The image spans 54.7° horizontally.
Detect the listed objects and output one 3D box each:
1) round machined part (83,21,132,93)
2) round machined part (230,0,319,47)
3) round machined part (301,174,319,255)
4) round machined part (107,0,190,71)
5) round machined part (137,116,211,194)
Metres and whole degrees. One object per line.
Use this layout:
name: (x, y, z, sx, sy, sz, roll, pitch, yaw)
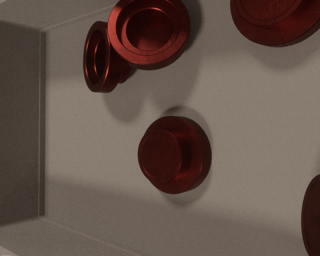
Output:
round machined part: (-0.073, -0.099, 0.442, 0.098, 0.042, 0.097, 2, 92, 57)
round machined part: (0.112, -0.129, 0.297, 0.098, 0.042, 0.097, 6, 100, 38)
round machined part: (0.142, 0.072, 0.238, 0.042, 0.098, 0.097, 8, 96, 6)
round machined part: (-0.012, -0.117, 0.384, 0.099, 0.042, 0.097, -1, 80, 5)
round machined part: (0.011, 0.034, 0.385, 0.098, 0.042, 0.097, 0, 90, 39)
